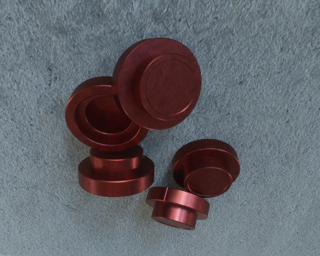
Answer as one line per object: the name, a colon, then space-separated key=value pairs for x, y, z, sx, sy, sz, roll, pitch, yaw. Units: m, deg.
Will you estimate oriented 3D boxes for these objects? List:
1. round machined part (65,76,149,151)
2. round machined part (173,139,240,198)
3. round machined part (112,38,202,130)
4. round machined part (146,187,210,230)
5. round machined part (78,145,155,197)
round machined part: x=-0.060 y=-0.021 z=0.376 sx=0.099 sy=0.042 sz=0.097 roll=0 pitch=129 yaw=0
round machined part: x=0.068 y=0.065 z=0.452 sx=0.099 sy=0.042 sz=0.097 roll=0 pitch=130 yaw=0
round machined part: x=0.003 y=-0.045 z=0.327 sx=0.099 sy=0.042 sz=0.097 roll=-7 pitch=107 yaw=-25
round machined part: x=0.024 y=0.127 z=0.478 sx=0.098 sy=0.042 sz=0.098 roll=14 pitch=156 yaw=7
round machined part: x=-0.056 y=0.047 z=0.405 sx=0.099 sy=0.098 sz=0.042 roll=2 pitch=107 yaw=-2
